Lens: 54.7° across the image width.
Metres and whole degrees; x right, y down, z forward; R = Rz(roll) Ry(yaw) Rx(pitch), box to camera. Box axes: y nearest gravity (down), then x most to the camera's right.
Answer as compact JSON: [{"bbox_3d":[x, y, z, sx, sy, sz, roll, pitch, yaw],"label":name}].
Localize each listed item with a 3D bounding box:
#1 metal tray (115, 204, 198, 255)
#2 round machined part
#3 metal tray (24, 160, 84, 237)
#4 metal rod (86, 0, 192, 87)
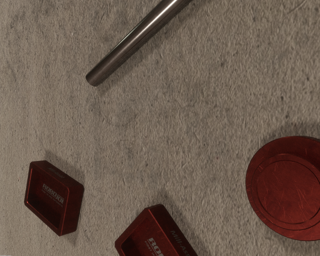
[{"bbox_3d":[0.003,0.176,0.396,0.130,0.030,0.090,52,120,27],"label":"metal tray"},{"bbox_3d":[0.126,0.056,0.289,0.098,0.042,0.097,0,90,39],"label":"round machined part"},{"bbox_3d":[-0.195,0.122,0.558,0.130,0.030,0.089,21,103,37],"label":"metal tray"},{"bbox_3d":[-0.003,-0.144,0.405,0.299,0.025,0.025,-33,70,34],"label":"metal rod"}]
